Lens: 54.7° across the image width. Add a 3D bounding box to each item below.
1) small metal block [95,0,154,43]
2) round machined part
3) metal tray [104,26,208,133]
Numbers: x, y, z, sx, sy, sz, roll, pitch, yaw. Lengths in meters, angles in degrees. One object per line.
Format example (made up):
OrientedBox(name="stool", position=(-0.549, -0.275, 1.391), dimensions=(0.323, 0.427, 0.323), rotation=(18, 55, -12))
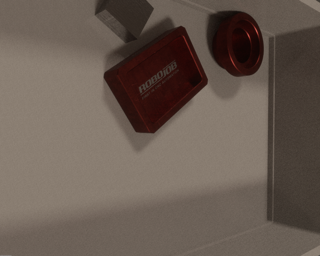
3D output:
OrientedBox(name="small metal block", position=(-0.042, -0.140, 0.373), dimensions=(0.050, 0.025, 0.050), rotation=(37, 67, -34))
OrientedBox(name="round machined part", position=(0.122, -0.131, 0.501), dimensions=(0.099, 0.042, 0.097), rotation=(0, 90, -40))
OrientedBox(name="metal tray", position=(0.001, -0.064, 0.406), dimensions=(0.131, 0.030, 0.090), rotation=(-43, 116, -32))
